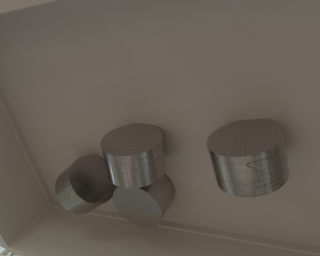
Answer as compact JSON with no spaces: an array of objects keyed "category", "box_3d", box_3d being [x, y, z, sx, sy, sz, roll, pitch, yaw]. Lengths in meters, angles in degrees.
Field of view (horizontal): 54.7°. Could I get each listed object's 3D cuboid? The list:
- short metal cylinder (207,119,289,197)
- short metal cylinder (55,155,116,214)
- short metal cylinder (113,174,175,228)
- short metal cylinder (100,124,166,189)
[{"category":"short metal cylinder","box_3d":[0.097,0.031,0.341,0.080,0.080,0.050,-3,117,30]},{"category":"short metal cylinder","box_3d":[-0.116,0.089,0.490,0.080,0.080,0.050,48,129,-6]},{"category":"short metal cylinder","box_3d":[-0.023,0.103,0.469,0.080,0.050,0.079,13,124,21]},{"category":"short metal cylinder","box_3d":[-0.034,0.035,0.413,0.080,0.080,0.050,7,122,24]}]
